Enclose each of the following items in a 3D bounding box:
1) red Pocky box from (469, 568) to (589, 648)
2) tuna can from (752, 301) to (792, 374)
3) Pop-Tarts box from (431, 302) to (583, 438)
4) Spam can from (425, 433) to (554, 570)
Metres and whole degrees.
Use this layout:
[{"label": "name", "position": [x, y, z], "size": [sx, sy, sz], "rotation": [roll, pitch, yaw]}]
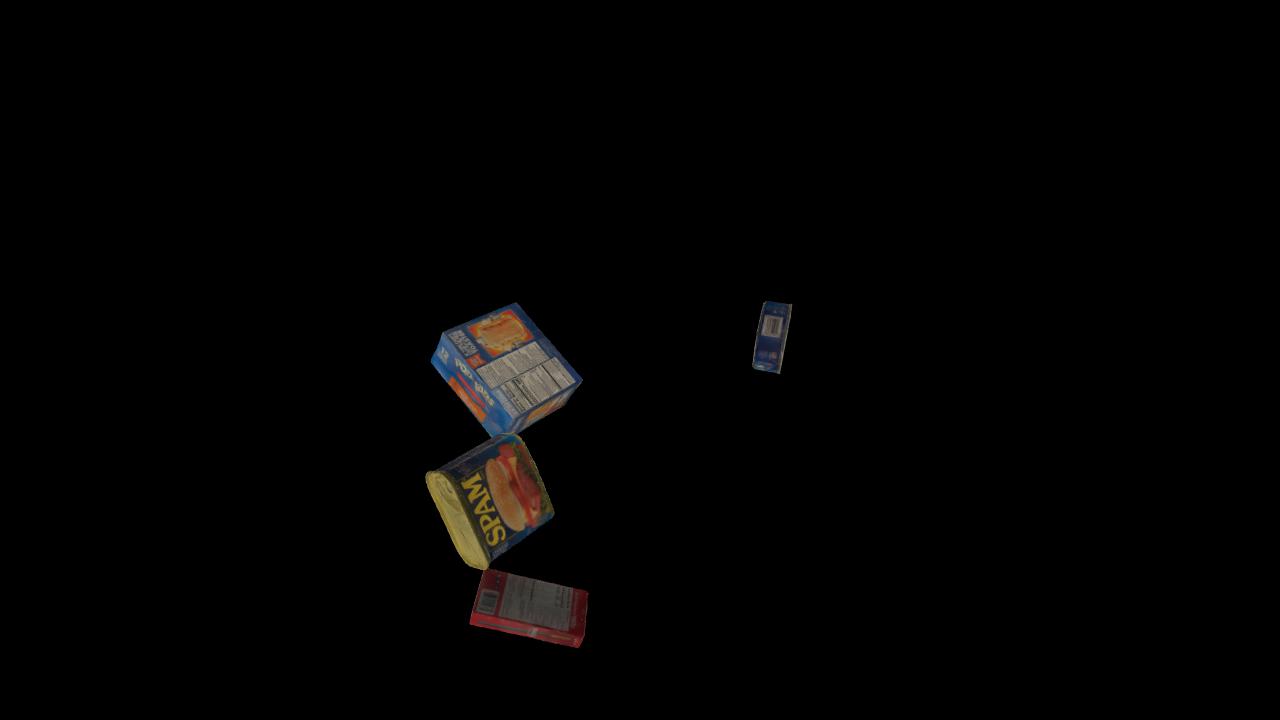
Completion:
[{"label": "red Pocky box", "position": [-0.151, 0.344, 0.854], "size": [0.155, 0.028, 0.083], "rotation": [16, 24, -8]}, {"label": "tuna can", "position": [0.156, -0.027, 0.727], "size": [0.034, 0.084, 0.084], "rotation": [10, 2, 13]}, {"label": "Pop-Tarts box", "position": [-0.198, 0.017, 0.919], "size": [0.141, 0.167, 0.083], "rotation": [-32, -15, -44]}, {"label": "Spam can", "position": [-0.140, 0.131, 0.586], "size": [0.058, 0.101, 0.085], "rotation": [-8, 16, 47]}]
